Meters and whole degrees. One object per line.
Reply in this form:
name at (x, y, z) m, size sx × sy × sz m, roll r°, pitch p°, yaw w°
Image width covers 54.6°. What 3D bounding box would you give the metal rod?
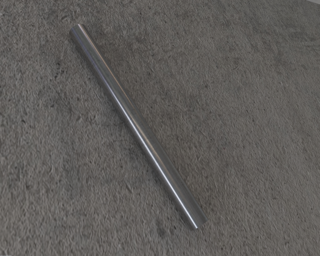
metal rod at (-0.033, -0.010, 0.391) m, size 0.025 × 0.025 × 0.299 m, roll -24°, pitch 74°, yaw -36°
